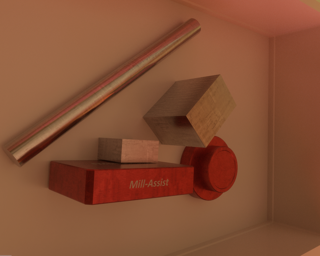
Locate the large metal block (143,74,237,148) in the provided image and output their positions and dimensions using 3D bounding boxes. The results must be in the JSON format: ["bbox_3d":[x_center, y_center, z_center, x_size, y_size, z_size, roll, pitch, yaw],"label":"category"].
[{"bbox_3d":[0.039,-0.022,0.405,0.080,0.080,0.050,-49,120,-29],"label":"large metal block"}]

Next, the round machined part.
[{"bbox_3d":[0.079,0.060,0.465,0.099,0.042,0.097,0,90,-40],"label":"round machined part"}]

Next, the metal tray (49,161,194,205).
[{"bbox_3d":[-0.039,0.053,0.333,0.131,0.090,0.030,4,88,-40],"label":"metal tray"}]

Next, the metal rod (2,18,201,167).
[{"bbox_3d":[-0.045,-0.060,0.370,0.302,0.025,0.025,-43,116,-32],"label":"metal rod"}]

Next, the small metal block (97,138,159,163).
[{"bbox_3d":[-0.037,0.025,0.361,0.050,0.050,0.025,5,87,-40],"label":"small metal block"}]
